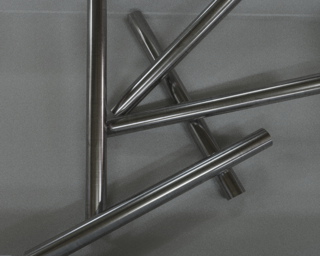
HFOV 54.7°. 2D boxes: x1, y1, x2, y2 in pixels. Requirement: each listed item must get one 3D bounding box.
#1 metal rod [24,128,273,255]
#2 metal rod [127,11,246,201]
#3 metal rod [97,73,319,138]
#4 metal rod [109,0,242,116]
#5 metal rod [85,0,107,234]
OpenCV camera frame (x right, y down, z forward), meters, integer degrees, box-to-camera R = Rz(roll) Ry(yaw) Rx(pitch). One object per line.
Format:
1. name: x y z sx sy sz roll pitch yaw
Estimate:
1. metal rod: -0.004 0.077 0.353 0.302 0.025 0.025 -26 72 -10
2. metal rod: 0.028 -0.043 0.425 0.025 0.025 0.299 -25 72 -9
3. metal rod: 0.056 -0.025 0.388 0.301 0.025 0.025 -12 70 8
4. metal rod: 0.047 -0.122 0.388 0.299 0.025 0.025 -44 75 12
5. metal rod: -0.078 -0.024 0.383 0.025 0.025 0.298 -1 83 -1
